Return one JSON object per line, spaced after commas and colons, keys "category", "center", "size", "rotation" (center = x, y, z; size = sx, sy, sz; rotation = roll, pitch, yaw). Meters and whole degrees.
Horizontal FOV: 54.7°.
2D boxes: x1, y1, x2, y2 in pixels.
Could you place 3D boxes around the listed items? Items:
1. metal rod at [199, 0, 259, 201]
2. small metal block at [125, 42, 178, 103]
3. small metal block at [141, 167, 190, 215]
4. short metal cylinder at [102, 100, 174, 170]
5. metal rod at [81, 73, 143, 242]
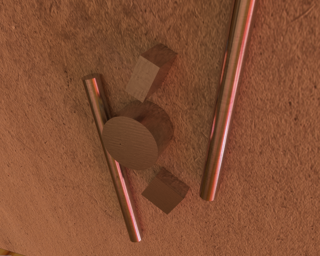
{"category": "metal rod", "center": [0.074, -0.033, 0.347], "size": [0.025, 0.025, 0.298], "rotation": [16, 125, 19]}
{"category": "small metal block", "center": [-0.010, -0.064, 0.356], "size": [0.025, 0.050, 0.050], "rotation": [34, 129, 6]}
{"category": "small metal block", "center": [0.008, 0.094, 0.461], "size": [0.050, 0.025, 0.050], "rotation": [38, 129, 2]}
{"category": "short metal cylinder", "center": [-0.029, 0.009, 0.411], "size": [0.080, 0.050, 0.079], "rotation": [13, 124, 21]}
{"category": "metal rod", "center": [-0.067, 0.062, 0.480], "size": [0.025, 0.025, 0.298], "rotation": [3, 120, 26]}
